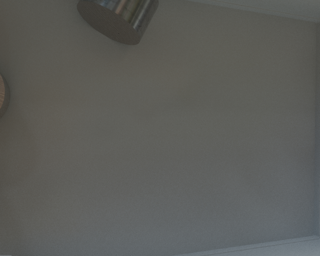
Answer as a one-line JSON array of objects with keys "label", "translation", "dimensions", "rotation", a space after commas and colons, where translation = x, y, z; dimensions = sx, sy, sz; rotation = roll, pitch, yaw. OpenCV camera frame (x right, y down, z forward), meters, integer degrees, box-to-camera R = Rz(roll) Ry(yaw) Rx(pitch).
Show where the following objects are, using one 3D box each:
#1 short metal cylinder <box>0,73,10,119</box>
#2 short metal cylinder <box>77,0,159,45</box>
[{"label": "short metal cylinder", "translation": [-0.203, -0.037, 0.322], "dimensions": [0.081, 0.050, 0.080], "rotation": [0, 90, -20]}, {"label": "short metal cylinder", "translation": [-0.049, -0.142, 0.363], "dimensions": [0.080, 0.080, 0.050], "rotation": [28, 81, -18]}]
